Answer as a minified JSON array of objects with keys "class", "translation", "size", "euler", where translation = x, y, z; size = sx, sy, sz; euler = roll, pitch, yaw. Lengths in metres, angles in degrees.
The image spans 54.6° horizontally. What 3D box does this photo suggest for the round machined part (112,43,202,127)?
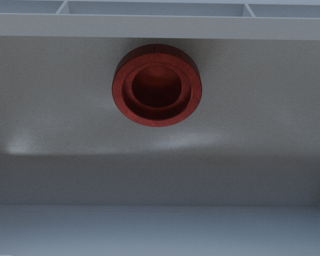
[{"class":"round machined part","translation":[-0.003,-0.051,0.354],"size":[0.099,0.042,0.097],"euler":[0,130,0]}]
